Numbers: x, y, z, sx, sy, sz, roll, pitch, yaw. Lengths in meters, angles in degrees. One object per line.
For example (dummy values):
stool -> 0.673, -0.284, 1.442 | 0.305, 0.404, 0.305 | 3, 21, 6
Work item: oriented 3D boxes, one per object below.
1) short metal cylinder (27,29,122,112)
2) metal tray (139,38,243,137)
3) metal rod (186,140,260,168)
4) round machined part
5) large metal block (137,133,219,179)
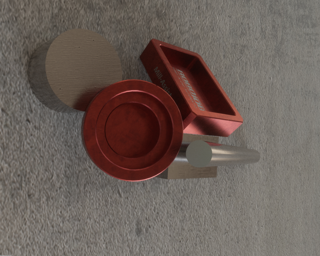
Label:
short metal cylinder -> -0.087, -0.056, 0.318 | 0.081, 0.050, 0.079 | 0, 90, -40
metal tray -> 0.038, -0.050, 0.387 | 0.091, 0.030, 0.130 | 6, 47, -40
metal rod -> 0.101, 0.037, 0.416 | 0.301, 0.025, 0.025 | 12, 82, -64
round machined part -> -0.030, 0.002, 0.314 | 0.099, 0.042, 0.097 | 0, 89, -20
large metal block -> 0.014, 0.032, 0.384 | 0.081, 0.080, 0.050 | 6, 87, -40
